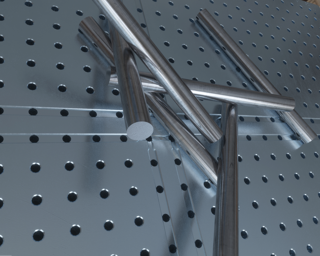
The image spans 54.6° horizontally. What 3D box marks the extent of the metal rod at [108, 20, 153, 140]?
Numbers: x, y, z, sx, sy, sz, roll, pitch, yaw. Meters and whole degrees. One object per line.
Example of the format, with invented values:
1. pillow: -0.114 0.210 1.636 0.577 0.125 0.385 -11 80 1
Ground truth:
1. metal rod: -0.048 -0.102 0.391 0.025 0.025 0.300 9 41 -24

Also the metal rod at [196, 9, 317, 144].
1. metal rod: 0.168 -0.096 0.556 0.025 0.025 0.300 -32 79 -38

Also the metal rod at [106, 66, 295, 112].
1. metal rod: 0.073 -0.051 0.442 0.302 0.025 0.025 5 59 -24

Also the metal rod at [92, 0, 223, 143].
1. metal rod: -0.018 -0.095 0.370 0.300 0.025 0.025 49 49 -19

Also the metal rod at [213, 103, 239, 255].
1. metal rod: 0.084 0.055 0.382 0.025 0.025 0.301 28 41 -11

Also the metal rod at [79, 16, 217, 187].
1. metal rod: -0.009 -0.036 0.424 0.300 0.025 0.025 49 51 7
